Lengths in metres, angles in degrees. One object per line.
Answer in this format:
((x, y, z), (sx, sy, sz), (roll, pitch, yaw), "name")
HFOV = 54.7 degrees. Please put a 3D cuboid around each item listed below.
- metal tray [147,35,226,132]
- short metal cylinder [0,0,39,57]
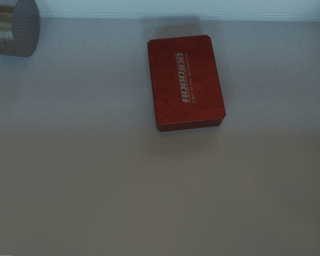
((0.034, -0.064, 0.431), (0.091, 0.030, 0.129), (-6, 70, -3), "metal tray")
((-0.210, -0.141, 0.429), (0.050, 0.080, 0.080), (6, 70, 2), "short metal cylinder")
